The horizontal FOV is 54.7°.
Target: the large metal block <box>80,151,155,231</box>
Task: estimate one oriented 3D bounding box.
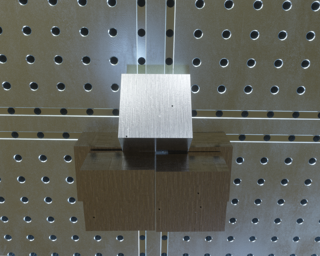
[{"bbox_3d":[-0.046,0.074,0.370,0.081,0.050,0.079,0,110,-1],"label":"large metal block"}]

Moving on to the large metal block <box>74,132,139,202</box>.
[{"bbox_3d":[-0.067,0.052,0.419,0.081,0.050,0.079,1,110,-1],"label":"large metal block"}]

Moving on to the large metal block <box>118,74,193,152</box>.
[{"bbox_3d":[-0.005,-0.017,0.372,0.081,0.050,0.080,0,68,-1],"label":"large metal block"}]

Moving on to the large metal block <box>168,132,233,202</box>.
[{"bbox_3d":[0.050,0.052,0.419,0.081,0.050,0.079,-1,110,0],"label":"large metal block"}]

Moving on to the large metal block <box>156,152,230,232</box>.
[{"bbox_3d":[0.036,0.076,0.373,0.081,0.050,0.079,0,110,-1],"label":"large metal block"}]
